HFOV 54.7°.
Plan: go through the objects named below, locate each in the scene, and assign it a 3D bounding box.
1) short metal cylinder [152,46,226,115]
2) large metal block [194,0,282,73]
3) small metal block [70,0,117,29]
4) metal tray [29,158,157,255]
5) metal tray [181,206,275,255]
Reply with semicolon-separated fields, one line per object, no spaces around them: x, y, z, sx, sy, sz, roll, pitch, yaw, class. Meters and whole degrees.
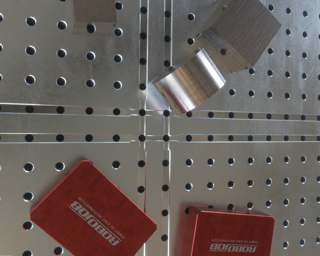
0.037;-0.061;0.398;0.080;0.080;0.050;-41;103;-16;short metal cylinder
0.111;-0.139;0.442;0.080;0.050;0.080;39;77;-16;large metal block
-0.083;-0.152;0.382;0.050;0.025;0.050;-6;92;-20;small metal block
-0.079;0.112;0.382;0.090;0.030;0.130;-47;105;-14;metal tray
0.099;0.165;0.449;0.131;0.030;0.089;10;87;-20;metal tray
